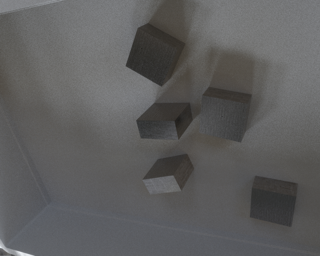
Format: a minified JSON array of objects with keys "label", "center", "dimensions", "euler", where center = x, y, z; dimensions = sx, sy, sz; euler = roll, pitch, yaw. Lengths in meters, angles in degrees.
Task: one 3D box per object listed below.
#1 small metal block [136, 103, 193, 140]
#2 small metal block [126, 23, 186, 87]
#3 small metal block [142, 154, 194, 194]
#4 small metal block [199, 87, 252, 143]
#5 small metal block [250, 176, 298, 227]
[{"label":"small metal block","center":[0.007,-0.009,0.382],"dimensions":[0.050,0.050,0.025],"euler":[2,119,27]},{"label":"small metal block","center":[-0.006,-0.084,0.358],"dimensions":[0.050,0.025,0.050],"euler":[31,128,7]},{"label":"small metal block","center":[0.012,0.063,0.424],"dimensions":[0.050,0.050,0.025],"euler":[-14,111,33]},{"label":"small metal block","center":[0.075,-0.016,0.359],"dimensions":[0.050,0.025,0.050],"euler":[13,124,20]},{"label":"small metal block","center":[0.143,0.092,0.390],"dimensions":[0.050,0.025,0.050],"euler":[8,122,23]}]
